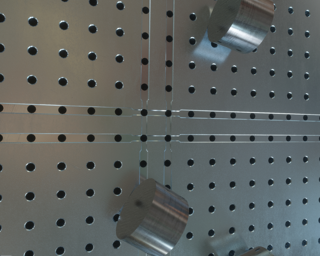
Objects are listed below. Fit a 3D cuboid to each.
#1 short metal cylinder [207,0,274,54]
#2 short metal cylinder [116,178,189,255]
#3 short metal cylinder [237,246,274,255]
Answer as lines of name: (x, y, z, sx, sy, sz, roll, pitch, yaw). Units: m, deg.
short metal cylinder: (0.108, -0.148, 0.423, 0.050, 0.080, 0.080, 15, 85, -20)
short metal cylinder: (-0.010, 0.109, 0.380, 0.050, 0.080, 0.080, 35, 79, -17)
short metal cylinder: (0.136, 0.215, 0.434, 0.050, 0.080, 0.080, -15, 95, -19)
